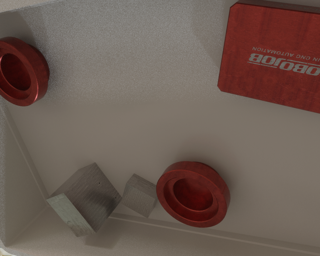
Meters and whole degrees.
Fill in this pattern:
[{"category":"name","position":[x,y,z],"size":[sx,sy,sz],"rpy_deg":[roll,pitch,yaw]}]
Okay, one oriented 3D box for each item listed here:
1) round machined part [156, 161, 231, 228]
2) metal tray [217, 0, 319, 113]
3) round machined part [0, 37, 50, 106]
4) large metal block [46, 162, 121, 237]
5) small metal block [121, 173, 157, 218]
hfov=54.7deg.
[{"category":"round machined part","position":[0.048,0.085,0.424],"size":[0.098,0.042,0.097],"rpy_deg":[13,124,20]},{"category":"metal tray","position":[0.128,-0.067,0.296],"size":[0.130,0.030,0.089],"rpy_deg":[16,125,18]},{"category":"round machined part","position":[-0.202,-0.084,0.449],"size":[0.098,0.042,0.097],"rpy_deg":[13,124,20]},{"category":"large metal block","position":[-0.121,0.116,0.506],"size":[0.050,0.080,0.080],"rpy_deg":[-25,105,36]},{"category":"small metal block","position":[-0.030,0.107,0.489],"size":[0.050,0.025,0.050],"rpy_deg":[26,128,11]}]
